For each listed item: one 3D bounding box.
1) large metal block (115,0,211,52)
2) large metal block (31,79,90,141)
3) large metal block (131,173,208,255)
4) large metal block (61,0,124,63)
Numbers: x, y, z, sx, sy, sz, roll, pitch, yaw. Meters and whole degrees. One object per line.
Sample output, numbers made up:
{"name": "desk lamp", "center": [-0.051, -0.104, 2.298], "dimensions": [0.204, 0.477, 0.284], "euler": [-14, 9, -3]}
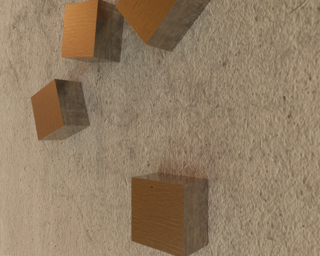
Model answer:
{"name": "large metal block", "center": [0.001, -0.156, 0.388], "dimensions": [0.080, 0.050, 0.080], "euler": [-50, 61, 28]}
{"name": "large metal block", "center": [-0.172, -0.029, 0.531], "dimensions": [0.080, 0.050, 0.080], "euler": [-24, 75, 37]}
{"name": "large metal block", "center": [0.011, 0.101, 0.379], "dimensions": [0.080, 0.050, 0.080], "euler": [0, 90, 40]}
{"name": "large metal block", "center": [-0.104, -0.144, 0.474], "dimensions": [0.080, 0.050, 0.079], "euler": [10, 96, 39]}
